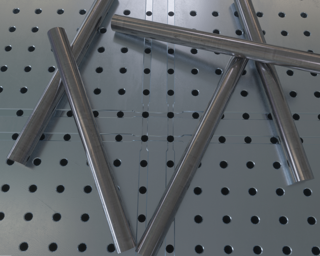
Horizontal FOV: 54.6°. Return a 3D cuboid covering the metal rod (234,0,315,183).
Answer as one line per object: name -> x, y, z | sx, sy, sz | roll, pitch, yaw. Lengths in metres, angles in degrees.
metal rod -> 0.154, -0.072, 0.438 | 0.025, 0.025, 0.299 | -10, 70, -4

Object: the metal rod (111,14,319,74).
metal rod -> 0.072, -0.120, 0.434 | 0.301, 0.025, 0.025 | 16, 71, 14

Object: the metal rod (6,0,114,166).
metal rod -> -0.131, -0.088, 0.443 | 0.025, 0.025, 0.300 | 19, 71, 7

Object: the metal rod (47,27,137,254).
metal rod -> -0.090, 0.005, 0.393 | 0.025, 0.025, 0.299 | -19, 77, -7

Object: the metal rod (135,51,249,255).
metal rod -> 0.050, 0.022, 0.404 | 0.025, 0.025, 0.300 | 25, 72, 9
